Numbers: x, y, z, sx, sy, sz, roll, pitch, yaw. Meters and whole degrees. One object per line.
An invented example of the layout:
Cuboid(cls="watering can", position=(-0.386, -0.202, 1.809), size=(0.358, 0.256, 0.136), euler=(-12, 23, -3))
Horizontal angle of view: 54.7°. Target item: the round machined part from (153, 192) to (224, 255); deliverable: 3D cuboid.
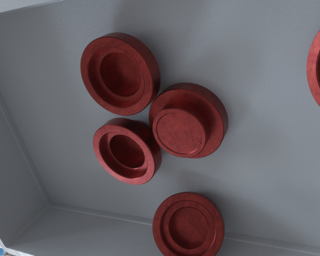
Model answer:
Cuboid(cls="round machined part", position=(0.042, 0.140, 0.440), size=(0.098, 0.042, 0.097), euler=(-2, 81, 15))

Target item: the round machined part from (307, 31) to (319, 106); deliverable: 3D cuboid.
Cuboid(cls="round machined part", position=(0.176, -0.051, 0.253), size=(0.098, 0.042, 0.097), euler=(36, 131, 57))

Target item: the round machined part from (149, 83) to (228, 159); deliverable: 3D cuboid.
Cuboid(cls="round machined part", position=(0.030, -0.003, 0.379), size=(0.098, 0.042, 0.097), euler=(13, 124, 20))

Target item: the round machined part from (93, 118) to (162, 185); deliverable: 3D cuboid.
Cuboid(cls="round machined part", position=(-0.041, 0.028, 0.433), size=(0.098, 0.042, 0.097), euler=(15, 126, 22))

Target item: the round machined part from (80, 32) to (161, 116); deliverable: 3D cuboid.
Cuboid(cls="round machined part", position=(-0.044, -0.068, 0.378), size=(0.098, 0.042, 0.097), euler=(13, 124, 20))
